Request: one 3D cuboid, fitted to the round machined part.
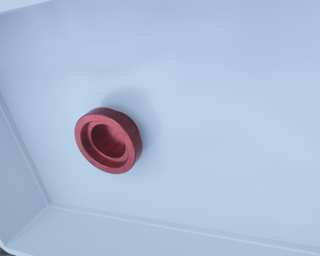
[{"bbox_3d":[-0.068,0.014,0.441,0.098,0.042,0.097,13,124,20],"label":"round machined part"}]
